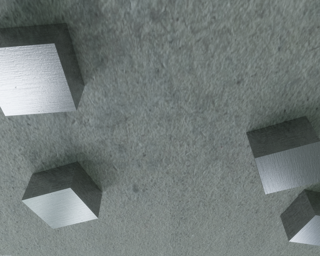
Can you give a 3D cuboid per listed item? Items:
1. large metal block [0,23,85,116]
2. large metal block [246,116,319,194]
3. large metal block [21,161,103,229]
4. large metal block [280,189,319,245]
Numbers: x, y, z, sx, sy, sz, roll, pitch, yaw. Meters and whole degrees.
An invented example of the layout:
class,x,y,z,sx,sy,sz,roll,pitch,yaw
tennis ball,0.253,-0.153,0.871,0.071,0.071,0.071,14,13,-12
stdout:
class,x,y,z,sx,sy,sz,roll,pitch,yaw
large metal block,-0.135,-0.062,0.336,0.080,0.050,0.079,-4,130,3
large metal block,0.172,0.039,0.427,0.080,0.050,0.080,-17,128,14
large metal block,-0.147,0.105,0.478,0.080,0.050,0.080,-16,129,13
large metal block,0.268,0.155,0.527,0.081,0.050,0.079,11,129,-10
